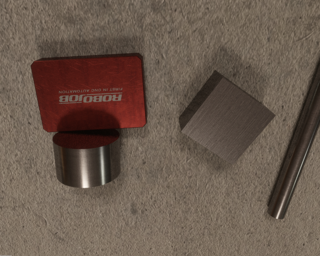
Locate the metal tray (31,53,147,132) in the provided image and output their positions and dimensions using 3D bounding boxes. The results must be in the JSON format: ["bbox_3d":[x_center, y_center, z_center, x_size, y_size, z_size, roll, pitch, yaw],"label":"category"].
[{"bbox_3d":[-0.084,-0.044,0.390,0.131,0.030,0.089,-3,110,0],"label":"metal tray"}]

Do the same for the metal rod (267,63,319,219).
[{"bbox_3d":[0.199,-0.010,0.408,0.025,0.025,0.298,10,110,-4],"label":"metal rod"}]

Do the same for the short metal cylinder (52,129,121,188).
[{"bbox_3d":[-0.091,0.033,0.391,0.081,0.080,0.050,1,110,-1],"label":"short metal cylinder"}]

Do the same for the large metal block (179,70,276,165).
[{"bbox_3d":[0.081,-0.014,0.393,0.080,0.050,0.080,33,107,-12],"label":"large metal block"}]
